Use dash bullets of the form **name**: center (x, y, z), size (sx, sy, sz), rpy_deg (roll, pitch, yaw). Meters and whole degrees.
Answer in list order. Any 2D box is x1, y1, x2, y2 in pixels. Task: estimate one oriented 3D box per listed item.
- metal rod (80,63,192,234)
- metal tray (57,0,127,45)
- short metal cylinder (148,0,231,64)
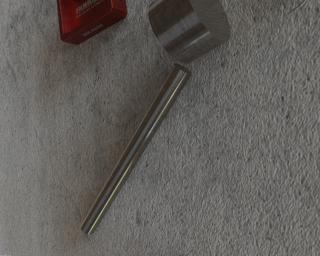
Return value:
- **metal rod**: center (-0.044, 0.044, 0.438), size (0.025, 0.025, 0.298), rpy_deg (46, 117, 30)
- **metal tray**: center (-0.112, -0.197, 0.491), size (0.130, 0.030, 0.089), rpy_deg (-13, 82, 39)
- **short metal cylinder**: center (0.033, -0.118, 0.340), size (0.050, 0.081, 0.080), rpy_deg (-25, 74, 37)
